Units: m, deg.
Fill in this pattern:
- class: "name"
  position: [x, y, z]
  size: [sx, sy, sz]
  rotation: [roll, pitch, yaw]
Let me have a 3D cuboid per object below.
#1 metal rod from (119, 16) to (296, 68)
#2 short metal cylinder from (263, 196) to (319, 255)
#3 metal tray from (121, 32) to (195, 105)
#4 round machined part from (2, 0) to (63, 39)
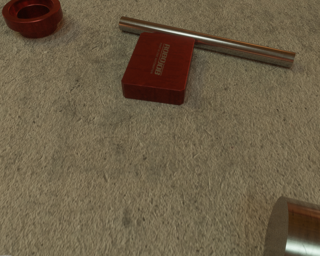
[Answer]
- class: "metal rod"
  position: [0.072, -0.149, 0.529]
  size: [0.301, 0.025, 0.025]
  rotation: [16, 52, 13]
- class: "short metal cylinder"
  position: [0.129, 0.107, 0.279]
  size: [0.050, 0.080, 0.080]
  rotation: [13, 51, 10]
- class: "metal tray"
  position: [0.001, -0.096, 0.481]
  size: [0.090, 0.030, 0.130]
  rotation: [8, 50, 7]
- class: "round machined part"
  position: [-0.225, -0.198, 0.557]
  size: [0.099, 0.042, 0.098]
  rotation: [0, 50, 0]
